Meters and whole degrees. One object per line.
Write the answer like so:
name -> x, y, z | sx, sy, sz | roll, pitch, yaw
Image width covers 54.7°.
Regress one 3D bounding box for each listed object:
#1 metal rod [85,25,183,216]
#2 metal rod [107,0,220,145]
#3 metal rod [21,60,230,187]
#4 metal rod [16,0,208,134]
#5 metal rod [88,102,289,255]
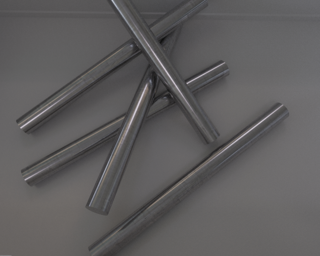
metal rod -> -0.021, -0.037, 0.396 | 0.025, 0.025, 0.300 | 17, 61, 6
metal rod -> -0.016, -0.107, 0.383 | 0.025, 0.025, 0.299 | -37, 99, -12
metal rod -> -0.037, -0.012, 0.413 | 0.301, 0.025, 0.025 | -30, 73, -11
metal rod -> -0.061, -0.091, 0.421 | 0.301, 0.025, 0.025 | -37, 74, -4
metal rod -> 0.045, 0.061, 0.387 | 0.301, 0.025, 0.025 | -35, 74, -12
